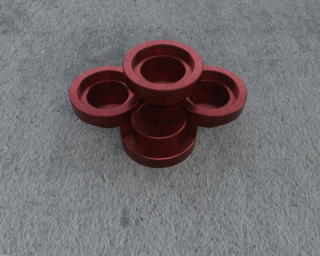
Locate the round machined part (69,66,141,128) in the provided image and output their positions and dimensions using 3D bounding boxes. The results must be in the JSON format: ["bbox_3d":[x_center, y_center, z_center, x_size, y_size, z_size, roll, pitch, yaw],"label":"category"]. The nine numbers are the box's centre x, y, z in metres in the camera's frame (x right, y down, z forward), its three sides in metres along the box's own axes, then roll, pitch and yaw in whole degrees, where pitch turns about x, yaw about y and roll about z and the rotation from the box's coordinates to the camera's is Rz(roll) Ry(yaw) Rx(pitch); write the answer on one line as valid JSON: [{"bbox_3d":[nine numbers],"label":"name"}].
[{"bbox_3d":[-0.070,-0.038,0.425,0.099,0.042,0.098,0,50,0],"label":"round machined part"}]

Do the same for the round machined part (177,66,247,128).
[{"bbox_3d":[0.066,-0.039,0.427,0.099,0.042,0.098,0,50,0],"label":"round machined part"}]

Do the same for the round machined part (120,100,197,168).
[{"bbox_3d":[-0.002,-0.001,0.394,0.099,0.042,0.098,0,50,0],"label":"round machined part"}]

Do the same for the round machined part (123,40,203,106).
[{"bbox_3d":[0.004,-0.066,0.394,0.099,0.042,0.098,0,50,0],"label":"round machined part"}]

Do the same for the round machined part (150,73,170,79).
[{"bbox_3d":[-0.001,-0.077,0.458,0.099,0.042,0.098,0,50,0],"label":"round machined part"}]
